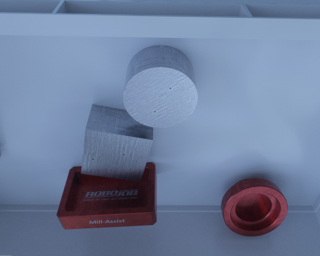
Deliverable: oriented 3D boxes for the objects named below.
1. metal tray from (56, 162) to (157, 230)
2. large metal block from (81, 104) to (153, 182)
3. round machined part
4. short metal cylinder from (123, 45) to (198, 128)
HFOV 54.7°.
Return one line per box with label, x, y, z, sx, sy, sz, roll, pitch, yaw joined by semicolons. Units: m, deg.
metal tray;-0.071;0.096;0.446;0.131;0.090;0.030;-3;130;2
large metal block;-0.057;0.021;0.410;0.081;0.050;0.079;10;130;-9
round machined part;0.146;0.120;0.492;0.099;0.042;0.097;-1;114;-1
short metal cylinder;0.000;-0.047;0.353;0.081;0.050;0.079;0;130;0
